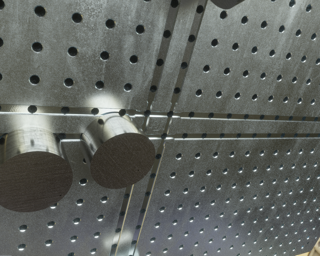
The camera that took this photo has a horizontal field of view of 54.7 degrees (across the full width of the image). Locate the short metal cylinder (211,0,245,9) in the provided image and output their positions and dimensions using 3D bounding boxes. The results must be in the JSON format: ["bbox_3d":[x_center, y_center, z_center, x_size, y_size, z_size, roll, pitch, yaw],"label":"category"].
[{"bbox_3d":[0.075,-0.169,0.312,0.050,0.080,0.080,-32,129,-8],"label":"short metal cylinder"}]

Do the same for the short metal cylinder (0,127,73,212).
[{"bbox_3d":[-0.143,0.046,0.345,0.081,0.050,0.079,-14,124,-21],"label":"short metal cylinder"}]

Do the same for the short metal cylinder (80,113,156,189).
[{"bbox_3d":[-0.053,0.028,0.384,0.081,0.050,0.079,-14,124,-21],"label":"short metal cylinder"}]
